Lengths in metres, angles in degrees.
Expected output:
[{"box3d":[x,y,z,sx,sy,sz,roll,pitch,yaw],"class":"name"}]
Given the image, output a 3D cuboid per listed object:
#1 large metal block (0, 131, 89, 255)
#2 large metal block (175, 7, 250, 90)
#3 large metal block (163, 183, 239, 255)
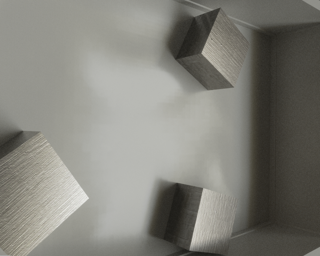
[{"box3d":[-0.128,0.058,0.283,0.080,0.050,0.080,-42,116,-32],"class":"large metal block"},{"box3d":[0.080,-0.113,0.457,0.080,0.050,0.080,36,68,-34],"class":"large metal block"},{"box3d":[0.060,0.129,0.441,0.080,0.050,0.080,24,75,-38],"class":"large metal block"}]
